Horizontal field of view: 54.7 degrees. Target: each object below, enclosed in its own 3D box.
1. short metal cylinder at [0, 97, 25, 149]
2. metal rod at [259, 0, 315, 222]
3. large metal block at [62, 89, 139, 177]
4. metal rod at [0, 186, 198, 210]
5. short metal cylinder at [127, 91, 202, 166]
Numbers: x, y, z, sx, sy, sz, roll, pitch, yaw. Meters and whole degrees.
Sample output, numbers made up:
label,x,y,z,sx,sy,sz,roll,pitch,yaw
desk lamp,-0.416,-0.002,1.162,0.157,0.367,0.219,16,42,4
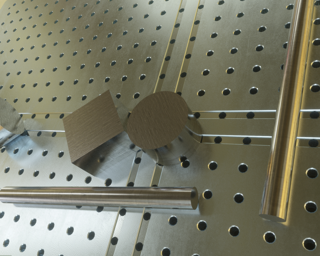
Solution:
label,x,y,z,sx,sy,sz,roll,pitch,yaw
short metal cylinder,-0.280,-0.009,0.526,0.050,0.080,0.080,-34,51,6
metal rod,0.151,-0.045,0.356,0.025,0.025,0.300,4,63,30
large metal block,-0.081,0.007,0.431,0.080,0.050,0.080,-31,52,8
metal rod,-0.097,0.089,0.404,0.300,0.025,0.025,-5,60,25
short metal cylinder,0.006,0.001,0.389,0.080,0.050,0.080,-13,56,21
